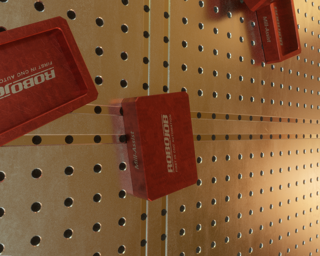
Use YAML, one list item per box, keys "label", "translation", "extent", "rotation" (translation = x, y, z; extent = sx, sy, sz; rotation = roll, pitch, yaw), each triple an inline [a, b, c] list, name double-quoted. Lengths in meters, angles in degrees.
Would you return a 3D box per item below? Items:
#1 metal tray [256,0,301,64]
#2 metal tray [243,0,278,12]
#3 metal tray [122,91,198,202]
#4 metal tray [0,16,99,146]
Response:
- label: "metal tray"
  translation: [0.232, -0.199, 0.602]
  extent: [0.091, 0.030, 0.129]
  rotation: [-26, 106, -37]
- label: "metal tray"
  translation: [0.177, -0.261, 0.534]
  extent: [0.131, 0.030, 0.090]
  rotation: [-33, 88, -34]
- label: "metal tray"
  translation: [0.003, 0.020, 0.410]
  extent: [0.091, 0.030, 0.129]
  rotation: [-12, 98, -40]
- label: "metal tray"
  translation: [-0.134, -0.044, 0.294]
  extent: [0.131, 0.030, 0.090]
  rotation: [-33, 111, -35]
